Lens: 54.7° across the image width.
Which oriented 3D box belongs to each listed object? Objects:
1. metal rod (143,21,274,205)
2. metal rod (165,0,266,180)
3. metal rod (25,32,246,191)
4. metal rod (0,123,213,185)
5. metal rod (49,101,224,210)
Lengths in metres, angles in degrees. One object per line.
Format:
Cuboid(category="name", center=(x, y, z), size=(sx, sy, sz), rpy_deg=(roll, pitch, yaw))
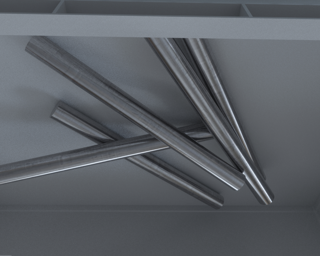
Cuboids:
Cuboid(category="metal rod", center=(0.075, 0.002, 0.383), size=(0.025, 0.025, 0.300), rpy_deg=(-27, 122, 20))
Cuboid(category="metal rod", center=(0.084, -0.023, 0.390), size=(0.025, 0.025, 0.299), rpy_deg=(-21, 128, 17))
Cuboid(category="metal rod", center=(-0.016, -0.010, 0.369), size=(0.301, 0.025, 0.025), rpy_deg=(34, 122, -15))
Cuboid(category="metal rod", center=(-0.070, 0.032, 0.400), size=(0.302, 0.025, 0.025), rpy_deg=(-12, 130, -5))
Cuboid(category="metal rod", center=(-0.017, 0.050, 0.451), size=(0.301, 0.025, 0.025), rpy_deg=(33, 123, -25))
